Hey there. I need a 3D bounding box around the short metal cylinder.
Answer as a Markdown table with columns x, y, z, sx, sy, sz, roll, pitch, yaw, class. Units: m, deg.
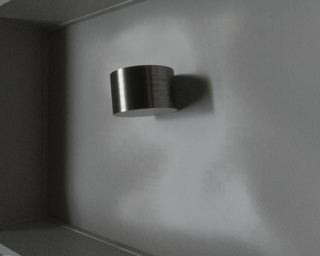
| x | y | z | sx | sy | sz | roll | pitch | yaw | class |
| --- | --- | --- | --- | --- | --- | --- | --- | --- | --- |
| -0.020 | -0.043 | 0.389 | 0.080 | 0.081 | 0.050 | -8 | 85 | 40 | short metal cylinder |
